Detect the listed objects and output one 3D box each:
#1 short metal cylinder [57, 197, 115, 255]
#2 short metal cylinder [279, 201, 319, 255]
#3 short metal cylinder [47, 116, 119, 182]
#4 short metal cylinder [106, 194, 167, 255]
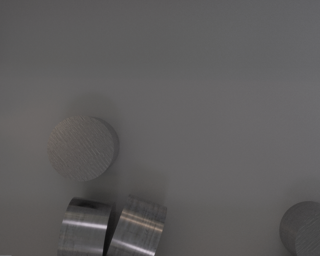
[{"bbox_3d":[-0.088,0.129,0.383,0.050,0.080,0.080,8,90,0],"label":"short metal cylinder"},{"bbox_3d":[0.204,0.140,0.400,0.081,0.050,0.080,0,90,0],"label":"short metal cylinder"},{"bbox_3d":[-0.096,0.025,0.398,0.081,0.050,0.080,0,90,0],"label":"short metal cylinder"},{"bbox_3d":[-0.028,0.128,0.384,0.050,0.080,0.080,20,90,0],"label":"short metal cylinder"}]
